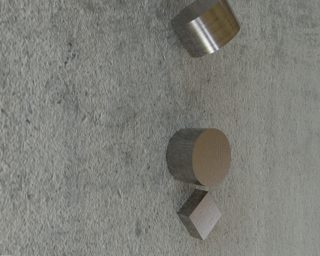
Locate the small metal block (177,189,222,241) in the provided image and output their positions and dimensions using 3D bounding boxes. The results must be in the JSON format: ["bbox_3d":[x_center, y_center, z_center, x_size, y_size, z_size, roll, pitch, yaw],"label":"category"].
[{"bbox_3d":[0.059,0.127,0.457,0.050,0.025,0.050,-44,117,-31],"label":"small metal block"}]

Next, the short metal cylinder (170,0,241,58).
[{"bbox_3d":[0.062,-0.141,0.423,0.050,0.080,0.080,52,60,-28],"label":"short metal cylinder"}]

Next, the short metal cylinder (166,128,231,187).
[{"bbox_3d":[0.055,0.040,0.437,0.081,0.050,0.079,0,90,-40],"label":"short metal cylinder"}]
